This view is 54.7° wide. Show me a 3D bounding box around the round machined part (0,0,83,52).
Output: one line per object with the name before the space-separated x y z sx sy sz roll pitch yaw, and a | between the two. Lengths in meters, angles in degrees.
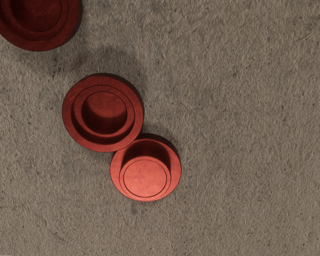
round machined part | -0.136 -0.138 0.348 0.099 0.042 0.097 0 110 -1

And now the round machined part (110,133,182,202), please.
round machined part | -0.019 0.059 0.422 0.099 0.042 0.097 0 110 -1

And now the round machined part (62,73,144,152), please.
round machined part | -0.069 -0.022 0.392 0.099 0.042 0.097 0 110 -1
